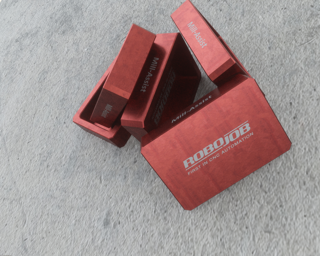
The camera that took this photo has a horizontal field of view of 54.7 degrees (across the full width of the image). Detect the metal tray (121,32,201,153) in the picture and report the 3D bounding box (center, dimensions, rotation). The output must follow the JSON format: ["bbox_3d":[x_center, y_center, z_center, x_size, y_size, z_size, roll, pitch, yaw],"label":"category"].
[{"bbox_3d":[0.008,-0.040,0.383,0.030,0.090,0.130,7,65,31],"label":"metal tray"}]

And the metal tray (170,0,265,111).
[{"bbox_3d":[0.069,-0.090,0.379,0.030,0.090,0.130,-39,50,20],"label":"metal tray"}]

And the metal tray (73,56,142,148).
[{"bbox_3d":[-0.059,-0.044,0.458,0.090,0.030,0.130,22,73,35],"label":"metal tray"}]

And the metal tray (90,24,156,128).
[{"bbox_3d":[-0.051,-0.060,0.394,0.130,0.030,0.090,-39,29,66],"label":"metal tray"}]

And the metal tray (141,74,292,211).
[{"bbox_3d":[0.057,0.016,0.323,0.130,0.090,0.030,-34,17,6],"label":"metal tray"}]
